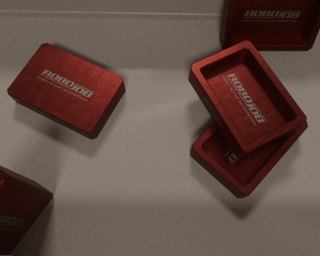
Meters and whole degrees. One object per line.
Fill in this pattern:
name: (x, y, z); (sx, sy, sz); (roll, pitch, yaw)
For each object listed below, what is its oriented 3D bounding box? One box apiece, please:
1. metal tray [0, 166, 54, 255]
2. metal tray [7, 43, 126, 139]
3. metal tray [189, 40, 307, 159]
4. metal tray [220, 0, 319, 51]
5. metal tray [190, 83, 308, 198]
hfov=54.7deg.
metal tray: (-0.169, 0.090, 0.319); (0.030, 0.130, 0.090); (31, 73, 10)
metal tray: (-0.125, -0.052, 0.424); (0.130, 0.030, 0.090); (25, 72, 8)
metal tray: (0.106, -0.039, 0.389); (0.091, 0.030, 0.130); (-26, 72, -10)
metal tray: (0.156, -0.154, 0.431); (0.131, 0.089, 0.030); (0, 45, -1)
metal tray: (0.114, 0.014, 0.403); (0.090, 0.030, 0.130); (42, 75, 13)
